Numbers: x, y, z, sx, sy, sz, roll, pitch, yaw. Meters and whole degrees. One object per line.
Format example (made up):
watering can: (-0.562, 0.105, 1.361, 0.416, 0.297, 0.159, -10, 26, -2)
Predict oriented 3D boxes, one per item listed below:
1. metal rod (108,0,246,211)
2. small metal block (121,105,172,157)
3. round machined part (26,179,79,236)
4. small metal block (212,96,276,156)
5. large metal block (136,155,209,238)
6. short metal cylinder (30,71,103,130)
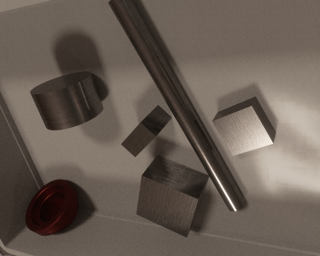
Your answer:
metal rod: (0.028, -0.020, 0.379, 0.025, 0.025, 0.299, -21, 108, 35)
small metal block: (-0.017, 0.004, 0.402, 0.025, 0.050, 0.050, 43, 129, -2)
round machined part: (-0.186, 0.145, 0.553, 0.098, 0.098, 0.042, -6, 140, 30)
small metal block: (0.097, -0.001, 0.356, 0.050, 0.025, 0.050, -24, 106, 36)
large metal block: (0.017, 0.097, 0.442, 0.080, 0.050, 0.079, 20, 126, 15)
short metal cylinder: (-0.122, -0.038, 0.412, 0.080, 0.080, 0.050, -1, 118, 28)
